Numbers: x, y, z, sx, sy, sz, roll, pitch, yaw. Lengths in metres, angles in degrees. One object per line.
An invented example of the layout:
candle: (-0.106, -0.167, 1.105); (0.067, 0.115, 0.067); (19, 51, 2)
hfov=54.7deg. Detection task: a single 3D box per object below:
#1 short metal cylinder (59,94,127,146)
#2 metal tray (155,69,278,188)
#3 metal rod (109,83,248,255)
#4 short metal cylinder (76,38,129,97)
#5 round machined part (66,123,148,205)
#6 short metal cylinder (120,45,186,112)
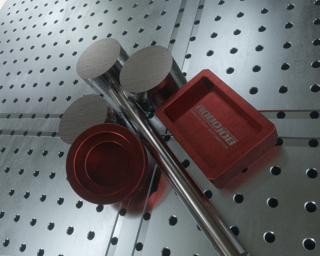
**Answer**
short metal cylinder: (-0.096, -0.001, 0.443); (0.080, 0.050, 0.080); (-13, 56, 21)
metal tray: (0.063, -0.005, 0.374); (0.090, 0.030, 0.130); (-40, 51, 2)
metal rod: (0.003, 0.033, 0.387); (0.025, 0.025, 0.300); (-39, 51, 2)
short metal cylinder: (-0.085, -0.097, 0.497); (0.080, 0.050, 0.080); (-13, 56, 21)
round machined part: (-0.063, 0.046, 0.389); (0.098, 0.042, 0.098); (-2, 78, 9)
short metal cylinder: (-0.009, -0.069, 0.439); (0.080, 0.050, 0.080); (-13, 56, 21)
